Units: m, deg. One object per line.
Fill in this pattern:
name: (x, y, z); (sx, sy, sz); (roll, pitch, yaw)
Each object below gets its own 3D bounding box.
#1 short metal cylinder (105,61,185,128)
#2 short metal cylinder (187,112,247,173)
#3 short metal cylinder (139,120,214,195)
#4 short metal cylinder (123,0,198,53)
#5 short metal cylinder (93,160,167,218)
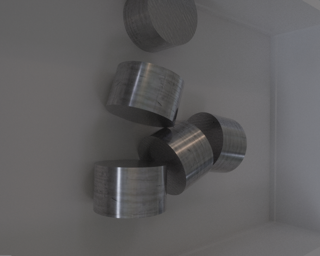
short metal cylinder: (-0.017, -0.036, 0.357); (0.080, 0.080, 0.050); (23, 76, -38)
short metal cylinder: (0.072, 0.021, 0.431); (0.050, 0.080, 0.080); (11, 83, -40)
short metal cylinder: (0.019, 0.036, 0.387); (0.050, 0.080, 0.080); (-29, 108, -36)
short metal cylinder: (0.001, -0.140, 0.391); (0.081, 0.050, 0.080); (0, 90, -40)
short metal cylinder: (-0.032, 0.064, 0.344); (0.081, 0.080, 0.050); (1, 89, -40)
